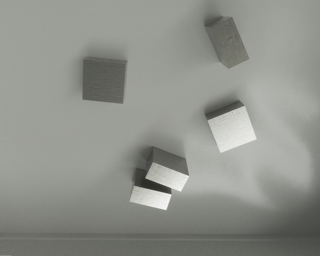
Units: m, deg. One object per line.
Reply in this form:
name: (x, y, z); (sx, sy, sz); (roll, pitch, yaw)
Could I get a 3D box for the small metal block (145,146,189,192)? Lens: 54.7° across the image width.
small metal block: (0.009, 0.054, 0.418); (0.050, 0.050, 0.025); (22, 109, -8)

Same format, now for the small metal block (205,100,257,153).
small metal block: (0.094, -0.002, 0.412); (0.050, 0.025, 0.050); (-22, 109, 7)

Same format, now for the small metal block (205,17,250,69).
small metal block: (0.077, -0.101, 0.362); (0.025, 0.050, 0.050); (-26, 108, 9)

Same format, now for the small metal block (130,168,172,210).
small metal block: (-0.013, 0.083, 0.429); (0.050, 0.050, 0.025); (15, 109, -6)

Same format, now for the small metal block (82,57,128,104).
small metal block: (-0.069, -0.060, 0.388); (0.050, 0.025, 0.050); (6, 110, -3)
